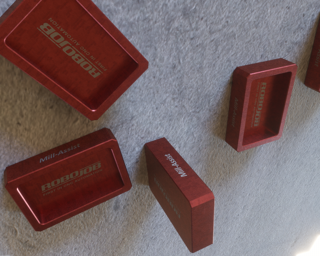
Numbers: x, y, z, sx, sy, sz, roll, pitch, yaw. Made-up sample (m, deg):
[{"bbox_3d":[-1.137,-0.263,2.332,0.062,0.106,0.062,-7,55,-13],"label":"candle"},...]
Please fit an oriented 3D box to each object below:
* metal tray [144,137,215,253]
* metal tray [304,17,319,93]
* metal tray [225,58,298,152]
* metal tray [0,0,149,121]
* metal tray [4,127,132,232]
[{"bbox_3d":[0.022,0.082,0.403,0.030,0.130,0.089,-18,126,-19],"label":"metal tray"},{"bbox_3d":[0.282,-0.127,0.482,0.091,0.030,0.129,-16,125,-20],"label":"metal tray"},{"bbox_3d":[0.150,-0.033,0.467,0.091,0.030,0.129,-15,125,-21],"label":"metal tray"},{"bbox_3d":[-0.085,-0.077,0.310,0.090,0.030,0.130,-46,130,3],"label":"metal tray"},{"bbox_3d":[-0.108,0.064,0.384,0.131,0.030,0.089,-23,127,-15],"label":"metal tray"}]
